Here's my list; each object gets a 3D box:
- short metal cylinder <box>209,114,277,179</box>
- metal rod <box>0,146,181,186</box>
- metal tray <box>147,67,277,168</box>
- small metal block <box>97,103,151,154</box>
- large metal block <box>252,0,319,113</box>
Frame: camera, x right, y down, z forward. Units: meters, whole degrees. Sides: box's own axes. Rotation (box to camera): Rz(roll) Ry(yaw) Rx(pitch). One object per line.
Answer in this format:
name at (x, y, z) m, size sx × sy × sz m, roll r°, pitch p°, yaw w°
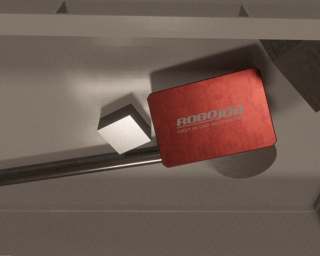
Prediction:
short metal cylinder at (0.108, 0.022, 0.414) m, size 0.081 × 0.050 × 0.079 m, roll -1°, pitch 130°, yaw 0°
metal rod at (-0.115, 0.056, 0.454) m, size 0.301 × 0.025 × 0.025 m, roll -9°, pitch 130°, yaw 7°
metal tray at (0.059, -0.011, 0.364) m, size 0.131 × 0.030 × 0.089 m, roll -13°, pitch 90°, yaw 10°
small metal block at (-0.046, 0.002, 0.410) m, size 0.050 × 0.025 × 0.050 m, roll -24°, pitch 127°, yaw 19°
large metal block at (0.145, -0.076, 0.311) m, size 0.080 × 0.080 × 0.050 m, roll 37°, pitch 121°, yaw -27°
